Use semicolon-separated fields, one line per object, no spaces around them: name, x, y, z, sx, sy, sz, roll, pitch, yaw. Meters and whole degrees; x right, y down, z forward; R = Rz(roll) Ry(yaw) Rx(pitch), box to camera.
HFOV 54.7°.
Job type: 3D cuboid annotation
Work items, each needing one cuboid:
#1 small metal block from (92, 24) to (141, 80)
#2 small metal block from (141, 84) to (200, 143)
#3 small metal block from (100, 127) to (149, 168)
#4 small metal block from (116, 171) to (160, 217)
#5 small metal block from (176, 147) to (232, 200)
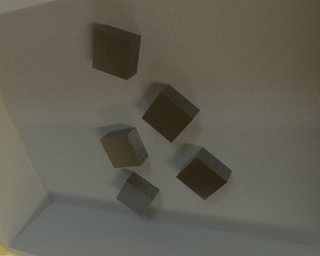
small metal block;-0.054;-0.093;0.380;0.050;0.025;0.050;22;127;15
small metal block;0.013;-0.018;0.391;0.050;0.025;0.050;40;129;1
small metal block;-0.052;0.030;0.455;0.050;0.025;0.050;-9;114;32
small metal block;-0.036;0.105;0.493;0.050;0.025;0.050;34;129;5
small metal block;0.059;0.062;0.416;0.050;0.025;0.050;39;129;1
